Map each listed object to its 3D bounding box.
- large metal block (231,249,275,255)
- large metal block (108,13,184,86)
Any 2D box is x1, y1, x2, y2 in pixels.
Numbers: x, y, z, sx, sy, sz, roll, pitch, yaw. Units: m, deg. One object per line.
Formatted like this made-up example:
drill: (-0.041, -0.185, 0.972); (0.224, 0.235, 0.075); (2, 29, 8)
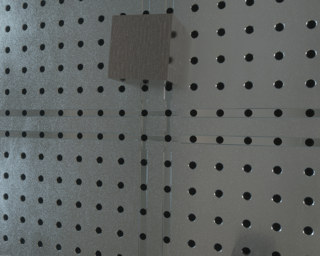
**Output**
large metal block: (0.102, 0.195, 0.347); (0.050, 0.080, 0.079); (2, 91, 20)
large metal block: (-0.017, -0.100, 0.405); (0.080, 0.050, 0.079); (5, 92, 19)
